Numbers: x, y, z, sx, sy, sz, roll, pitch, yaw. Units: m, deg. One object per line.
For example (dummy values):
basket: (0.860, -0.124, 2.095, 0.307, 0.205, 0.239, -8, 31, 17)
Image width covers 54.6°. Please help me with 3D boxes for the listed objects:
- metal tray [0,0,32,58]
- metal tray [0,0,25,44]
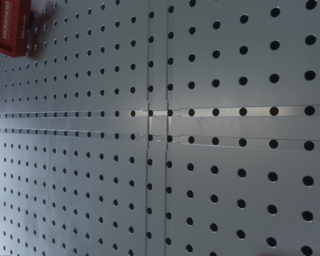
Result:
metal tray: (-0.317, -0.221, 0.638, 0.090, 0.030, 0.129, 23, 113, 14)
metal tray: (-0.356, -0.265, 0.702, 0.130, 0.030, 0.090, 50, 120, 28)
